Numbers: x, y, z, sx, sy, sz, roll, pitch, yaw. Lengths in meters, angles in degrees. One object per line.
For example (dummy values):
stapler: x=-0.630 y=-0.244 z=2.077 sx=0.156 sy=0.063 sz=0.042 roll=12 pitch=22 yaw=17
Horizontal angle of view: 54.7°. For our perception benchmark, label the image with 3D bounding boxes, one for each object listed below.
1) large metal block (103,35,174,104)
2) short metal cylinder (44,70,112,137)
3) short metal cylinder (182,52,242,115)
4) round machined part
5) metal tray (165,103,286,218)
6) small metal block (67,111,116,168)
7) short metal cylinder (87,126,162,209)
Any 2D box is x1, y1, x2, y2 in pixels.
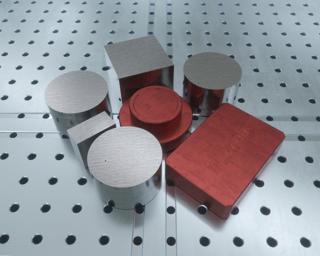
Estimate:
large metal block: x=-0.032 y=-0.090 z=0.466 sx=0.081 sy=0.050 sz=0.080 roll=-17 pitch=52 yaw=-14
short metal cylinder: x=-0.107 y=-0.032 z=0.417 sx=0.080 sy=0.050 sz=0.080 roll=0 pitch=50 yaw=0
short metal cylinder: x=0.072 y=-0.064 z=0.445 sx=0.080 sy=0.050 sz=0.080 roll=0 pitch=50 yaw=0
round machined part: x=-0.006 y=-0.019 z=0.411 sx=0.099 sy=0.042 sz=0.098 roll=0 pitch=50 yaw=0
metal tray: x=0.079 y=0.032 z=0.376 sx=0.090 sy=0.030 sz=0.131 roll=33 pitch=57 yaw=25
small metal block: x=-0.079 y=0.015 z=0.377 sx=0.050 sy=0.050 sz=0.025 roll=-30 pitch=56 yaw=-23
short metal cylinder: x=-0.038 y=0.044 z=0.353 sx=0.080 sy=0.050 sz=0.080 roll=0 pitch=50 yaw=0
